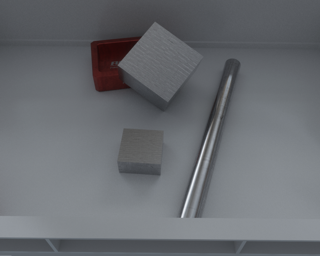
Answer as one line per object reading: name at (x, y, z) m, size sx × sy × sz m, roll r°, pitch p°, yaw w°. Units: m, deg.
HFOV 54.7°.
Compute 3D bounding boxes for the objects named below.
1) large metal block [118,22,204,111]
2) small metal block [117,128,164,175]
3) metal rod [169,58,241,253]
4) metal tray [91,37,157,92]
large metal block at (0.000, -0.083, 0.427) m, size 0.080 × 0.050 × 0.080 m, roll 37°, pitch 78°, yaw 2°
small metal block at (-0.022, 0.029, 0.381) m, size 0.050 × 0.025 × 0.050 m, roll 3°, pitch 50°, yaw 2°
metal rod at (0.068, 0.009, 0.398) m, size 0.025 × 0.025 × 0.300 m, roll 15°, pitch 51°, yaw 11°
metal tray at (-0.040, -0.105, 0.489) m, size 0.131 × 0.030 × 0.090 m, roll -8°, pitch 51°, yaw -7°
